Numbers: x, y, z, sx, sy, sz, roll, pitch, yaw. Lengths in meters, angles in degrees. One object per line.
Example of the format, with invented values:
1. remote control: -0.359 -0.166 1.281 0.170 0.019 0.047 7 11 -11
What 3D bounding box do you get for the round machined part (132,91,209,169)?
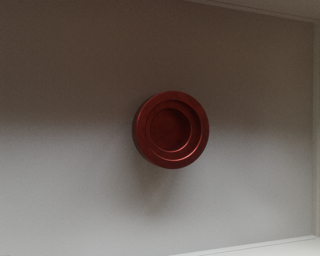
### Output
1. round machined part: 0.011 0.002 0.403 0.099 0.042 0.097 0 90 -21
